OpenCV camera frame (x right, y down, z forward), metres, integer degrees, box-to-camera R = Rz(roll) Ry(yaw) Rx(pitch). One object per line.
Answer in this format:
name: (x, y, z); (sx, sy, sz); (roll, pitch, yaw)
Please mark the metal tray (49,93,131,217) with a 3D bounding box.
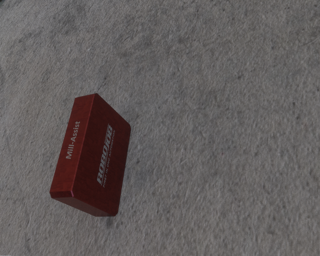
metal tray: (-0.079, 0.034, 0.383); (0.030, 0.090, 0.130); (-8, 58, 24)
